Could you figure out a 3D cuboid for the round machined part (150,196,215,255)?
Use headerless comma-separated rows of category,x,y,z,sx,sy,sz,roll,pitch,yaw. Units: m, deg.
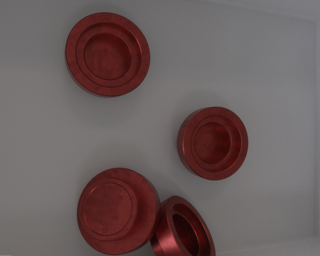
round machined part,0.024,0.139,0.391,0.042,0.098,0.098,-37,105,20

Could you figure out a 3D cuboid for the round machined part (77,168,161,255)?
round machined part,-0.052,0.093,0.355,0.098,0.042,0.098,-5,71,14

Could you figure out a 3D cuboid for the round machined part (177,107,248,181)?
round machined part,0.068,0.020,0.426,0.099,0.042,0.097,0,90,-20

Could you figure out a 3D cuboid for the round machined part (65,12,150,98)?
round machined part,-0.065,-0.085,0.377,0.099,0.042,0.097,0,90,-20
